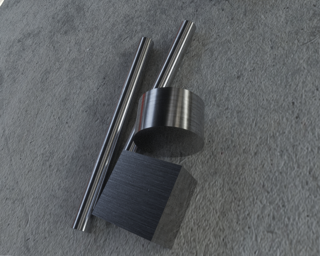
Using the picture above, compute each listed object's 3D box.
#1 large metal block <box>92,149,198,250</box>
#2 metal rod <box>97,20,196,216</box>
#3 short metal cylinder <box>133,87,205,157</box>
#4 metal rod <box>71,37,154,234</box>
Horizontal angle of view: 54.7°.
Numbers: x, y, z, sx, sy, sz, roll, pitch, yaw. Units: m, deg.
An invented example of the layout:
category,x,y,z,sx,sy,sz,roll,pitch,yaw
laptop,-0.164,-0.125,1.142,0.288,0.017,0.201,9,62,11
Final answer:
category,x,y,z,sx,sy,sz,roll,pitch,yaw
large metal block,-0.015,0.078,0.348,0.080,0.050,0.080,12,68,33
metal rod,-0.012,-0.027,0.426,0.025,0.025,0.300,10,67,32
short metal cylinder,0.012,-0.004,0.365,0.080,0.080,0.050,-8,58,24
metal rod,-0.059,-0.006,0.438,0.025,0.025,0.300,2,62,29
